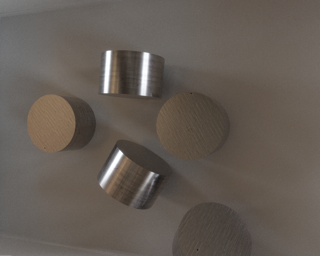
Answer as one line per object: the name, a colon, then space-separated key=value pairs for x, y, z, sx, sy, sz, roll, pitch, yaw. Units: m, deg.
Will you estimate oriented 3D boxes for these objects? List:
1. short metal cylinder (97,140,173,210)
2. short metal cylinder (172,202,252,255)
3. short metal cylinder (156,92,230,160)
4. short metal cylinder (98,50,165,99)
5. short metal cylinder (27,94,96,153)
short metal cylinder: x=-0.031 y=0.057 z=0.392 sx=0.080 sy=0.080 sz=0.050 roll=34 pitch=101 yaw=17
short metal cylinder: x=0.057 y=0.133 z=0.355 sx=0.081 sy=0.050 sz=0.080 roll=4 pitch=53 yaw=-5
short metal cylinder: x=0.042 y=-0.002 z=0.382 sx=0.080 sy=0.050 sz=0.080 roll=0 pitch=90 yaw=20
short metal cylinder: x=-0.036 y=-0.065 z=0.394 sx=0.080 sy=0.080 sz=0.050 roll=5 pitch=92 yaw=20
short metal cylinder: x=-0.141 y=-0.006 z=0.447 sx=0.080 sy=0.050 sz=0.080 roll=0 pitch=90 yaw=20
